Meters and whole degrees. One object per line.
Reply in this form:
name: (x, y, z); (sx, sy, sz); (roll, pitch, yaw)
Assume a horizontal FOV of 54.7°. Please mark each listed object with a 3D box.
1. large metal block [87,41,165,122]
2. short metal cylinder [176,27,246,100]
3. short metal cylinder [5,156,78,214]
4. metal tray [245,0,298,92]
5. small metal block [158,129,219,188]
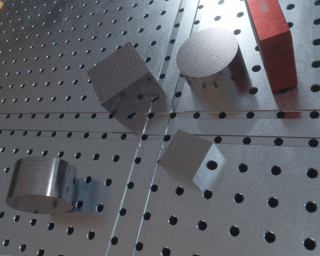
large metal block: (-0.052, -0.069, 0.462); (0.080, 0.050, 0.080); (-34, 51, 6)
short metal cylinder: (0.068, -0.084, 0.408); (0.080, 0.050, 0.080); (-13, 56, 21)
short metal cylinder: (-0.153, 0.077, 0.406); (0.080, 0.080, 0.050); (-14, 56, 20)
metal tray: (0.129, -0.120, 0.372); (0.030, 0.090, 0.130); (-16, 55, 19)
small metal block: (0.034, 0.035, 0.369); (0.050, 0.025, 0.050); (22, 73, 36)
